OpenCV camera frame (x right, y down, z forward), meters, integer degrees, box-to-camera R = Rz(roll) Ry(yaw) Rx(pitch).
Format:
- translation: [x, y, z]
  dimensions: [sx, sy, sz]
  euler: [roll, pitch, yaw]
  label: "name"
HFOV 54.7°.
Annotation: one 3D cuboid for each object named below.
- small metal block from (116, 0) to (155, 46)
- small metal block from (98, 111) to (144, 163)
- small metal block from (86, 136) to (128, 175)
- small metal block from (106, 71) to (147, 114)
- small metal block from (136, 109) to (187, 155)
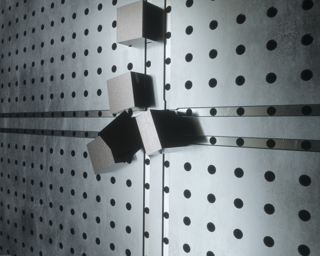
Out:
- translation: [-0.035, -0.146, 0.436]
  dimensions: [0.050, 0.025, 0.050]
  euler: [2, 91, 39]
  label: "small metal block"
- translation: [-0.049, 0.012, 0.433]
  dimensions: [0.050, 0.025, 0.050]
  euler: [-42, 60, -5]
  label: "small metal block"
- translation: [-0.082, 0.038, 0.475]
  dimensions: [0.050, 0.025, 0.050]
  euler: [-31, 71, 35]
  label: "small metal block"
- translation: [-0.049, -0.050, 0.447]
  dimensions: [0.050, 0.025, 0.050]
  euler: [-12, 83, 39]
  label: "small metal block"
- translation: [0.002, 0.005, 0.390]
  dimensions: [0.025, 0.050, 0.050]
  euler: [-28, 73, 36]
  label: "small metal block"
